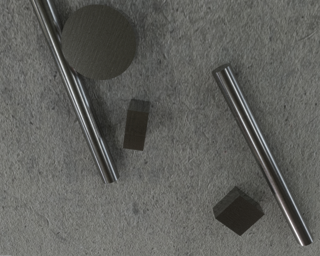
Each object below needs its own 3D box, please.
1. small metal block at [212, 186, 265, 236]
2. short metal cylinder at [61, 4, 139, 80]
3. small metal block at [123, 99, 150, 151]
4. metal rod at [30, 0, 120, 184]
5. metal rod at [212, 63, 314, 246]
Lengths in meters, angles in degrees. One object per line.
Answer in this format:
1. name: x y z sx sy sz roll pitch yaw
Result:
1. small metal block: 0.115 0.122 0.456 0.050 0.025 0.050 38 106 -13
2. short metal cylinder: -0.066 -0.100 0.359 0.081 0.050 0.079 0 110 0
3. small metal block: -0.029 -0.005 0.394 0.025 0.050 0.050 8 110 -3
4. metal rod: -0.110 -0.063 0.385 0.025 0.025 0.298 -15 110 5
5. metal rod: 0.149 0.048 0.428 0.025 0.025 0.299 -28 108 10
